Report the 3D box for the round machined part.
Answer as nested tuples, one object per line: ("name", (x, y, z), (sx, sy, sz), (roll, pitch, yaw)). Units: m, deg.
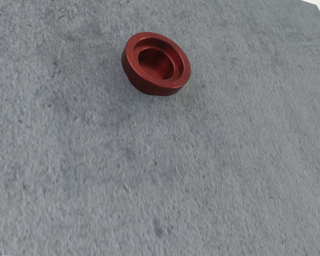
("round machined part", (-0.009, -0.086, 0.442), (0.099, 0.042, 0.098), (14, 56, -21))
